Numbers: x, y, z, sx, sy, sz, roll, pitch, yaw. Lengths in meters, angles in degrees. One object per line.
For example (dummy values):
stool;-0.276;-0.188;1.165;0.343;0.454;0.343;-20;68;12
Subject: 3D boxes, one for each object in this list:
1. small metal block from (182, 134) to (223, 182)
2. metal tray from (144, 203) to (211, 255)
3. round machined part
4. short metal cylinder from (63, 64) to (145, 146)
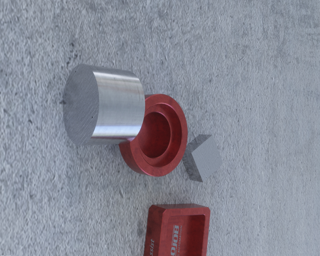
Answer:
small metal block;0.061;0.044;0.456;0.050;0.025;0.050;-36;112;-34
metal tray;0.022;0.171;0.420;0.091;0.030;0.129;10;83;-40
round machined part;-0.013;0.008;0.378;0.099;0.042;0.097;-2;93;-46
short metal cylinder;-0.060;-0.023;0.319;0.050;0.080;0.080;0;90;-40
